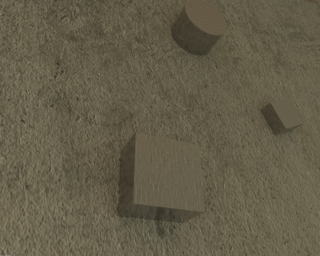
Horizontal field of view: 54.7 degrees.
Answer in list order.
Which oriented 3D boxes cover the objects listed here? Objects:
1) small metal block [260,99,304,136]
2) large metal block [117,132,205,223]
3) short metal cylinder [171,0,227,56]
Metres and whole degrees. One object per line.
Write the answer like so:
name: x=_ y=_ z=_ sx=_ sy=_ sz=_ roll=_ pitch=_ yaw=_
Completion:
small metal block: x=0.207 y=-0.019 z=0.527 sx=0.050 sy=0.025 sz=0.050 roll=-11 pitch=68 yaw=-33
large metal block: x=0.000 y=0.058 z=0.352 sx=0.081 sy=0.050 sz=0.080 roll=13 pitch=57 yaw=-21
short metal cylinder: x=0.066 y=-0.171 z=0.528 sx=0.081 sy=0.050 sz=0.080 roll=14 pitch=56 yaw=-21
